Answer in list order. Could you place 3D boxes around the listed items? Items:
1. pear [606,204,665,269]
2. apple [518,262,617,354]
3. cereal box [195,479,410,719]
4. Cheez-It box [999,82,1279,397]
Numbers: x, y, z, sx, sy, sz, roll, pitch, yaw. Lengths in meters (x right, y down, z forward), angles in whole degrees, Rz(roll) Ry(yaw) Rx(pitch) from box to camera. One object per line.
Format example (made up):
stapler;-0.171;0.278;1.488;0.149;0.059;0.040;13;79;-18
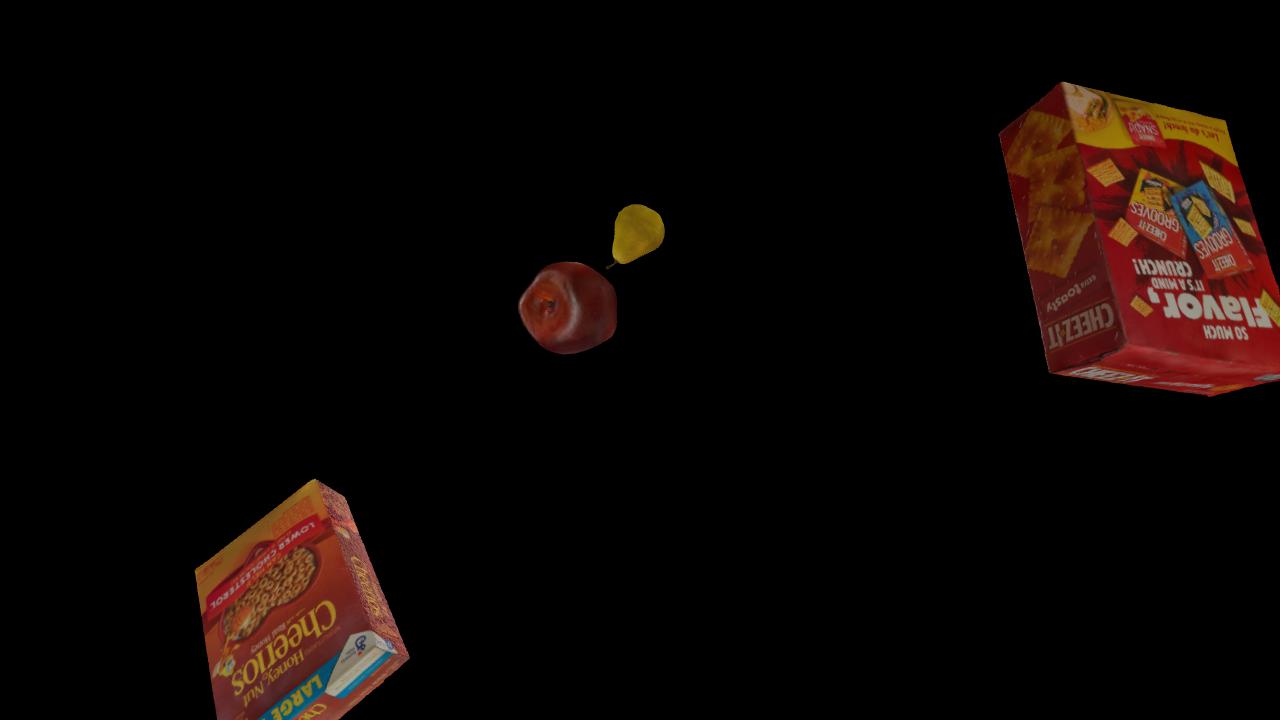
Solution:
pear;-0.010;-0.181;0.946;0.080;0.111;0.080;24;-8;4
apple;-0.056;-0.043;0.520;0.079;0.079;0.093;0;2;22
cereal box;-0.451;0.330;0.804;0.306;0.203;0.081;43;-12;40
Cheez-It box;0.387;-0.092;0.475;0.166;0.223;0.071;6;-20;-13
